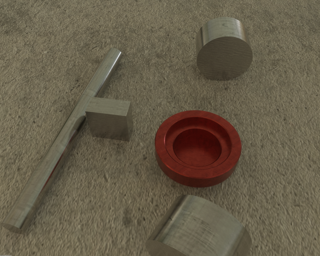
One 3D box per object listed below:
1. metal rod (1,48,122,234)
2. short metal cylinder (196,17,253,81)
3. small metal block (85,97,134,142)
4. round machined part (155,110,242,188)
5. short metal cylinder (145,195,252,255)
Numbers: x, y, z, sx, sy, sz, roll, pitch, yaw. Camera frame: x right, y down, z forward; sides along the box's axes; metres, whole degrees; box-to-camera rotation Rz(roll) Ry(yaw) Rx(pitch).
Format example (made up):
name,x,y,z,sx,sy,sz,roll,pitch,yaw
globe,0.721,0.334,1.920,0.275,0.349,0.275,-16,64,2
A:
name,x,y,z,sx,sy,sz,roll,pitch,yaw
metal rod,-0.111,-0.008,0.409,0.025,0.025,0.300,12,51,9
short metal cylinder,0.095,-0.118,0.467,0.080,0.080,0.050,2,50,1
small metal block,-0.063,-0.011,0.395,0.050,0.050,0.025,7,51,6
round machined part,0.044,0.028,0.369,0.099,0.042,0.098,0,50,0
short metal cylinder,0.034,0.106,0.278,0.080,0.080,0.050,27,55,21
